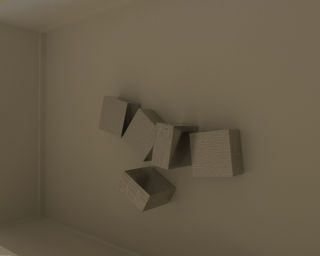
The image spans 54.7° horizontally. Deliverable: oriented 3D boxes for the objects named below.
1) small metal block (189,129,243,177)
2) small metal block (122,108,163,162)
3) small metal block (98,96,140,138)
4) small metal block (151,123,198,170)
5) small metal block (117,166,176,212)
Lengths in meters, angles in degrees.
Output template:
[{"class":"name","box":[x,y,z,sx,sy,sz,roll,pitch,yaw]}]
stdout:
[{"class":"small metal block","box":[0.063,0.029,0.350,0.050,0.025,0.050,-7,86,39]},{"class":"small metal block","box":[-0.017,0.009,0.415,0.050,0.025,0.050,46,117,30]},{"class":"small metal block","box":[-0.060,-0.017,0.451,0.050,0.025,0.050,20,102,38]},{"class":"small metal block","box":[0.018,0.020,0.372,0.025,0.050,0.050,12,98,38]},{"class":"small metal block","box":[-0.017,0.077,0.400,0.050,0.050,0.025,37,114,33]}]
